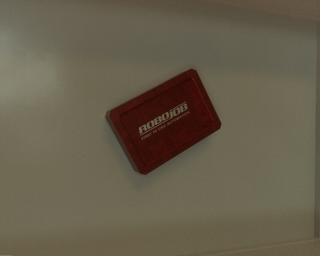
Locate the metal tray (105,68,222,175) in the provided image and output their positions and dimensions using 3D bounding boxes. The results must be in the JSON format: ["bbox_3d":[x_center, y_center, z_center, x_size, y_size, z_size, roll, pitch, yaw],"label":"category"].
[{"bbox_3d":[0.007,-0.010,0.407,0.131,0.030,0.090,-30,100,-18],"label":"metal tray"}]
